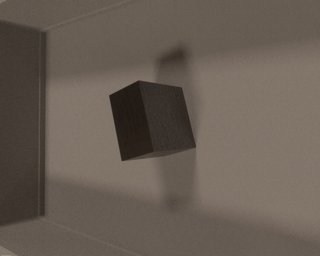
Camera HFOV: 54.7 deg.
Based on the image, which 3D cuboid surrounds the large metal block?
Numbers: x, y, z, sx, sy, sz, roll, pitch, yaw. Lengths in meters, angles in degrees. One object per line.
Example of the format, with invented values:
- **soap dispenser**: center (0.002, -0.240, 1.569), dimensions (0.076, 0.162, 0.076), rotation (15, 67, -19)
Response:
- **large metal block**: center (-0.008, -0.007, 0.375), dimensions (0.050, 0.081, 0.080), rotation (-20, 78, 38)
